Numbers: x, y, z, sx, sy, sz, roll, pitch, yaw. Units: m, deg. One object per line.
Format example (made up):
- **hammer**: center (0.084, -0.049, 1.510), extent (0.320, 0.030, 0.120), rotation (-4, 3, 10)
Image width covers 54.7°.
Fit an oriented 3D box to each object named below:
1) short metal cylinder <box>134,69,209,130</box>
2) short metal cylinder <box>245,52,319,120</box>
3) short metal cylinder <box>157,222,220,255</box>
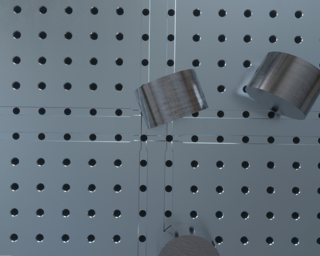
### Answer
- **short metal cylinder**: center (0.014, -0.035, 0.386), extent (0.080, 0.080, 0.050), rotation (-20, 90, 0)
- **short metal cylinder**: center (0.156, -0.052, 0.387), extent (0.080, 0.080, 0.050), rotation (31, 90, 0)
- **short metal cylinder**: center (0.035, 0.170, 0.401), extent (0.081, 0.050, 0.079), rotation (0, 90, 0)
